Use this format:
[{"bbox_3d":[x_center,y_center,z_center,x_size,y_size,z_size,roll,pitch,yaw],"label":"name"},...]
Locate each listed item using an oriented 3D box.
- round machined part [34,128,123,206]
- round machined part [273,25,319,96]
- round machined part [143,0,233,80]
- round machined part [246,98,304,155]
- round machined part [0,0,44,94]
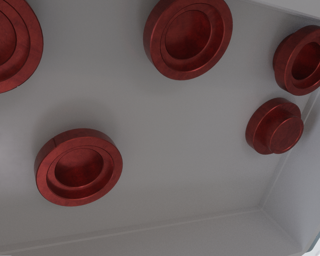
[{"bbox_3d":[-0.098,0.042,0.370,0.099,0.042,0.097,-14,124,-21],"label":"round machined part"},{"bbox_3d":[0.204,-0.099,0.447,0.099,0.042,0.097,-14,124,-21],"label":"round machined part"},{"bbox_3d":[0.027,-0.105,0.341,0.099,0.042,0.097,-16,133,-18],"label":"round machined part"},{"bbox_3d":[0.193,0.003,0.505,0.099,0.042,0.097,-14,124,-21],"label":"round machined part"},{"bbox_3d":[-0.154,-0.080,0.264,0.099,0.042,0.097,-14,124,-21],"label":"round machined part"}]
